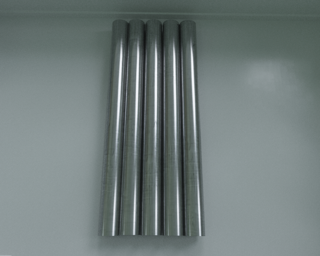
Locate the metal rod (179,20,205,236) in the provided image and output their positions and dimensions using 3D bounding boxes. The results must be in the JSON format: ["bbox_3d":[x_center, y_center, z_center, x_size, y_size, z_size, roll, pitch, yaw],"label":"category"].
[{"bbox_3d":[0.041,-0.014,0.413,0.025,0.025,0.299,0,70,0],"label":"metal rod"}]

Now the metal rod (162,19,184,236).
[{"bbox_3d":[0.016,-0.014,0.414,0.025,0.025,0.299,0,70,0],"label":"metal rod"}]

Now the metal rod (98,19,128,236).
[{"bbox_3d":[-0.059,-0.014,0.413,0.025,0.025,0.299,0,70,0],"label":"metal rod"}]

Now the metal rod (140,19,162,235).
[{"bbox_3d":[-0.010,-0.015,0.414,0.025,0.025,0.299,0,70,0],"label":"metal rod"}]

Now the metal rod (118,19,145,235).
[{"bbox_3d":[-0.035,-0.015,0.413,0.025,0.025,0.299,0,70,0],"label":"metal rod"}]
